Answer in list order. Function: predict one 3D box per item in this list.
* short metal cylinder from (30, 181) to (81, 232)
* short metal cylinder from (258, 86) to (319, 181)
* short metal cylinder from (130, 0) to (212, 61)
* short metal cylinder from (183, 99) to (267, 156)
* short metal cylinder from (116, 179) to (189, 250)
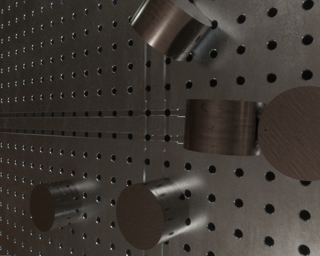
[{"bbox_3d":[-0.183,0.135,0.541,0.080,0.050,0.079,0,90,39],"label":"short metal cylinder"},{"bbox_3d":[0.137,0.004,0.279,0.080,0.050,0.079,0,90,39],"label":"short metal cylinder"},{"bbox_3d":[0.013,-0.124,0.361,0.050,0.081,0.080,-50,61,28],"label":"short metal cylinder"},{"bbox_3d":[0.066,-0.002,0.318,0.080,0.081,0.050,6,94,39],"label":"short metal cylinder"},{"bbox_3d":[-0.011,0.109,0.400,0.080,0.050,0.079,0,90,39],"label":"short metal cylinder"}]
